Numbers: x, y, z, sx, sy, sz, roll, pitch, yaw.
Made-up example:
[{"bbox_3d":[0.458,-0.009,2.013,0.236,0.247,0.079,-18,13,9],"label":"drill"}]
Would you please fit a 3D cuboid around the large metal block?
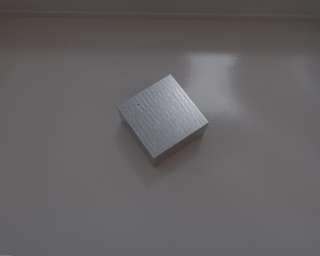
[{"bbox_3d":[0.003,-0.008,0.400,0.080,0.050,0.080,-33,74,-12],"label":"large metal block"}]
